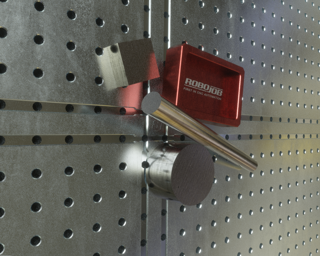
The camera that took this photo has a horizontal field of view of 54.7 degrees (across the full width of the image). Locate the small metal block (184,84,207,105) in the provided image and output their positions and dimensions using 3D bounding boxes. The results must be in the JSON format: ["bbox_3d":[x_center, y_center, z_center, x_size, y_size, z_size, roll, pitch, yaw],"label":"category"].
[{"bbox_3d":[0.042,-0.038,0.447,0.050,0.025,0.050,7,86,-40],"label":"small metal block"}]

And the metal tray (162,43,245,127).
[{"bbox_3d":[0.063,-0.053,0.428,0.131,0.030,0.089,10,84,-39],"label":"metal tray"}]

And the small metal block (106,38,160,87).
[{"bbox_3d":[-0.032,-0.081,0.384,0.050,0.025,0.050,-23,105,-38],"label":"small metal block"}]

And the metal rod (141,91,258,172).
[{"bbox_3d":[0.076,0.020,0.433,0.301,0.025,0.025,28,72,-50],"label":"metal rod"}]

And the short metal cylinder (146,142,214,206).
[{"bbox_3d":[0.028,0.060,0.419,0.081,0.050,0.079,0,91,-40],"label":"short metal cylinder"}]
